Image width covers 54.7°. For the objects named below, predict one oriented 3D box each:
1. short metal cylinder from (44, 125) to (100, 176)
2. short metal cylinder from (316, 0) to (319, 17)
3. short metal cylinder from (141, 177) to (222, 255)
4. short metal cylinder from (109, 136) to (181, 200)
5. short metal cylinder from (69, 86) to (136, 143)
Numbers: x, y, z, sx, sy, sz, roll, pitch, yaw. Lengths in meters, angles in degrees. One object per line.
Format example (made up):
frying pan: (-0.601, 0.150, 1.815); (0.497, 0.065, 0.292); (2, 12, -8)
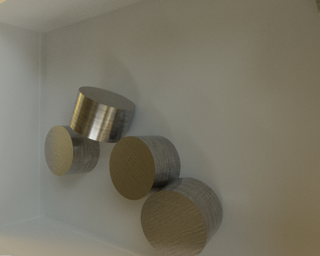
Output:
short metal cylinder: (-0.144, 0.036, 0.507); (0.080, 0.050, 0.079); (0, 90, 39)
short metal cylinder: (0.156, -0.113, 0.242); (0.050, 0.081, 0.080); (-9, 84, 39)
short metal cylinder: (0.025, 0.103, 0.357); (0.080, 0.050, 0.079); (5, 101, 28)
short metal cylinder: (-0.020, 0.050, 0.405); (0.080, 0.050, 0.079); (0, 90, 40)
short metal cylinder: (-0.081, -0.020, 0.435); (0.080, 0.081, 0.050); (33, 111, 35)
